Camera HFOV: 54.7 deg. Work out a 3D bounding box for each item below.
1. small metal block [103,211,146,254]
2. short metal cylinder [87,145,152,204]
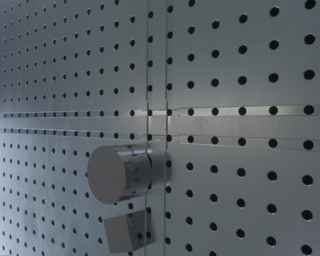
[{"bbox_3d":[-0.053,0.153,0.453,0.050,0.025,0.050,-23,76,37],"label":"small metal block"},{"bbox_3d":[-0.059,0.064,0.442,0.080,0.050,0.079,0,90,40],"label":"short metal cylinder"}]
